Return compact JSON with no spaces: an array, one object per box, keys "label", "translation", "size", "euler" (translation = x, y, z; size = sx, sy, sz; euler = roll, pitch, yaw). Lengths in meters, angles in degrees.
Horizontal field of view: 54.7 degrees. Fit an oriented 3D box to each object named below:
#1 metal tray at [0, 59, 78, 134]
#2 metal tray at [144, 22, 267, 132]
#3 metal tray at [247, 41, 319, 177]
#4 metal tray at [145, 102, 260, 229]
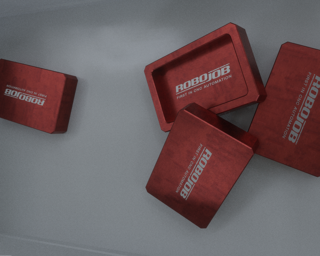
[{"label":"metal tray","translation":[-0.197,-0.050,0.478],"size":[0.130,0.030,0.089],"euler":[15,95,19]},{"label":"metal tray","translation":[0.049,-0.055,0.372],"size":[0.130,0.030,0.090],"euler":[-20,83,34]},{"label":"metal tray","translation":[0.160,-0.021,0.351],"size":[0.090,0.030,0.129],"euler":[22,97,18]},{"label":"metal tray","translation":[0.045,0.047,0.366],"size":[0.090,0.030,0.129],"euler":[31,122,15]}]
